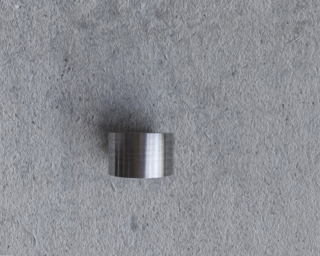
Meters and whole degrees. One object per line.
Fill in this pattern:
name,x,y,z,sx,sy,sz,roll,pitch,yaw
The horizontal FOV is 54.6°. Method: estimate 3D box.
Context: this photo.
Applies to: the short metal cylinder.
short metal cylinder,-0.023,0.030,0.382,0.080,0.080,0.050,1,90,0
